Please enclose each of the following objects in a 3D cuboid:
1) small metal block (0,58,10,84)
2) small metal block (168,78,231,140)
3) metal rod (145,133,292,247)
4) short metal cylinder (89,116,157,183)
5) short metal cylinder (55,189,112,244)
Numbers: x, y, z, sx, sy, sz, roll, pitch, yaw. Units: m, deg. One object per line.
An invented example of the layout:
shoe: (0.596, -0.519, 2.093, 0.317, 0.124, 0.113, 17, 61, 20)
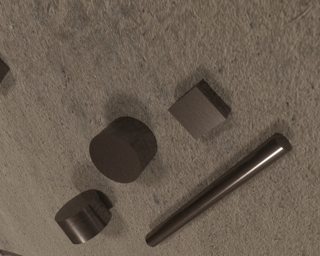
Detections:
small metal block: (-0.273, -0.096, 0.489, 0.050, 0.025, 0.050, -33, 100, 38)
small metal block: (0.047, -0.022, 0.368, 0.050, 0.025, 0.050, 47, 129, -5)
metal rod: (0.061, 0.104, 0.437, 0.025, 0.025, 0.298, 40, 129, 0)
short metal cylinder: (-0.051, 0.030, 0.435, 0.080, 0.050, 0.079, 13, 124, 20)
short metal cylinder: (-0.131, 0.151, 0.531, 0.080, 0.080, 0.050, -19, 108, 35)
